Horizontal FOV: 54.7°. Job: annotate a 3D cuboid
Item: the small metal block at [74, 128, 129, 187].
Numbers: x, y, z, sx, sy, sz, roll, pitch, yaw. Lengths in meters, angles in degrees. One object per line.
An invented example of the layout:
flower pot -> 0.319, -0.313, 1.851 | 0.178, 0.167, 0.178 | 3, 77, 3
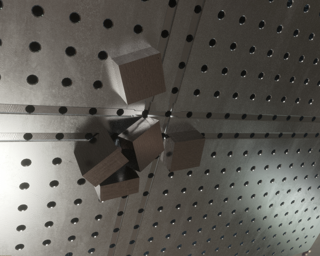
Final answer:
small metal block -> -0.072, 0.035, 0.378 | 0.050, 0.050, 0.025 | -38, 128, -3

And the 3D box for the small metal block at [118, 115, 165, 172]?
small metal block -> -0.023, 0.020, 0.400 | 0.050, 0.025, 0.050 | -40, 135, -36

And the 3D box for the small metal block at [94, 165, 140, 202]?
small metal block -> -0.060, 0.064, 0.403 | 0.050, 0.050, 0.025 | -9, 123, -24

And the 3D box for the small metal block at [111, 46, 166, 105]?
small metal block -> -0.024, -0.061, 0.362 | 0.050, 0.025, 0.050 | -21, 127, -16

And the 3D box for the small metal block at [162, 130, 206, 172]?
small metal block -> 0.034, 0.033, 0.452 | 0.050, 0.025, 0.050 | -7, 122, -25
